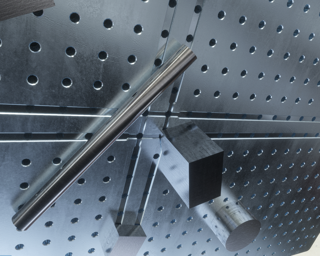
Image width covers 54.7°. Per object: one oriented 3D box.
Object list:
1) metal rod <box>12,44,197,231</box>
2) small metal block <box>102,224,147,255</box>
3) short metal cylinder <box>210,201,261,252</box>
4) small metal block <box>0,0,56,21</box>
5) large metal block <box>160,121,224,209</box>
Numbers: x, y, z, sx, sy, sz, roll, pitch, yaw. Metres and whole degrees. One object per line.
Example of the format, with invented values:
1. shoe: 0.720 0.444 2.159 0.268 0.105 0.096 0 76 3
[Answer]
1. metal rod: -0.070 0.013 0.382 0.300 0.025 0.025 -45 130 3
2. small metal block: -0.057 0.183 0.495 0.050 0.025 0.050 15 110 -35
3. short metal cylinder: 0.145 0.188 0.594 0.081 0.050 0.079 -14 125 -21
4. small metal block: -0.125 -0.125 0.265 0.050 0.025 0.050 -23 127 -15
5. large metal block: 0.043 0.049 0.431 0.050 0.080 0.079 -17 126 -19
